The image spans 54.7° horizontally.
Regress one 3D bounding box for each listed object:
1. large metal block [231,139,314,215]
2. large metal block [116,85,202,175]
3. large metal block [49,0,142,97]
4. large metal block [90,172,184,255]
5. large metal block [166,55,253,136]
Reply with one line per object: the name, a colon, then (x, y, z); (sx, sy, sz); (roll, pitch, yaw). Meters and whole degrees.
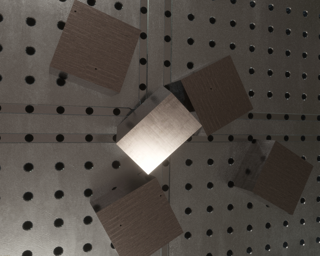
large metal block: (0.168, 0.071, 0.463); (0.080, 0.050, 0.080); (31, 80, -18)
large metal block: (-0.005, -0.002, 0.371); (0.080, 0.080, 0.050); (-43, 105, 4)
large metal block: (-0.078, -0.091, 0.371); (0.081, 0.050, 0.080); (20, 83, -19)
large metal block: (-0.030, 0.113, 0.389); (0.081, 0.050, 0.080); (-29, 100, -18)
large metal block: (0.068, -0.043, 0.426); (0.080, 0.050, 0.080); (-29, 100, -18)
